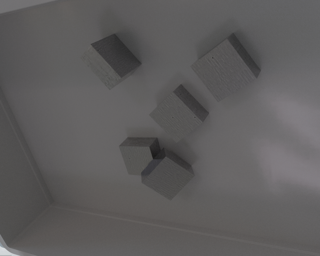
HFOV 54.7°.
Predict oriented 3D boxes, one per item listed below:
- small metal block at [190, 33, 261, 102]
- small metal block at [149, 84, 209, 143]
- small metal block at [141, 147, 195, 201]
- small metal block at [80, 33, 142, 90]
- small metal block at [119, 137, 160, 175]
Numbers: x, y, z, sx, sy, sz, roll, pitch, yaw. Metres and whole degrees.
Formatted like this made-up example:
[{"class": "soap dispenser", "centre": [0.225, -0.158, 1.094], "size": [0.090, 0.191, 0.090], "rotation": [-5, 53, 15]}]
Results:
[{"class": "small metal block", "centre": [0.070, -0.064, 0.332], "size": [0.050, 0.025, 0.050], "rotation": [-33, 100, 38]}, {"class": "small metal block", "centre": [0.023, -0.017, 0.386], "size": [0.050, 0.025, 0.050], "rotation": [46, 129, -4]}, {"class": "small metal block", "centre": [0.010, 0.063, 0.421], "size": [0.050, 0.025, 0.050], "rotation": [35, 106, -19]}, {"class": "small metal block", "centre": [-0.058, -0.081, 0.373], "size": [0.050, 0.050, 0.025], "rotation": [48, 129, -6]}, {"class": "small metal block", "centre": [-0.025, 0.041, 0.448], "size": [0.050, 0.025, 0.050], "rotation": [-1, 118, 28]}]
